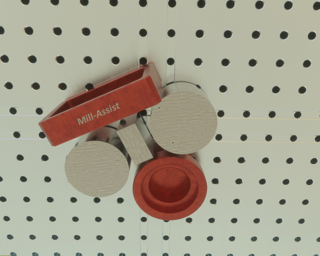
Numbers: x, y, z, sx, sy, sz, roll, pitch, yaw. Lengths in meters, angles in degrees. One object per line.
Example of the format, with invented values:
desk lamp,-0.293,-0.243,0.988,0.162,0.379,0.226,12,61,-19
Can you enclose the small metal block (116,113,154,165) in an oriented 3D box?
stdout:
small metal block,-0.030,0.012,0.399,0.025,0.050,0.050,-24,109,8

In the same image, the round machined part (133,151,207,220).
round machined part,0.013,0.075,0.428,0.099,0.042,0.097,0,110,0

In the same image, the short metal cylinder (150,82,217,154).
short metal cylinder,0.028,-0.013,0.391,0.081,0.050,0.079,0,110,0

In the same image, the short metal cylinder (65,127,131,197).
short metal cylinder,-0.079,0.044,0.411,0.081,0.050,0.079,0,110,0

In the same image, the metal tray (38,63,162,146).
metal tray,-0.064,-0.030,0.362,0.130,0.090,0.030,-22,109,8
